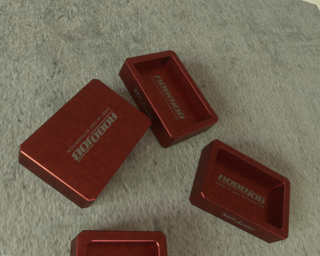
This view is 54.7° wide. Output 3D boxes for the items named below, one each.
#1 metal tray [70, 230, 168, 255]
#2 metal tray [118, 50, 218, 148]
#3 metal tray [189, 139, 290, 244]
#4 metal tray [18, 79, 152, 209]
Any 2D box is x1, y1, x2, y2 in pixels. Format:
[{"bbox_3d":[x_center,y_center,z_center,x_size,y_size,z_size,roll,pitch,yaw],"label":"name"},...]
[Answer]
[{"bbox_3d":[-0.036,0.163,0.282,0.091,0.030,0.130,10,58,-24],"label":"metal tray"},{"bbox_3d":[0.012,-0.045,0.435,0.091,0.030,0.130,-21,73,-36],"label":"metal tray"},{"bbox_3d":[0.110,0.083,0.411,0.131,0.030,0.090,29,52,-10],"label":"metal tray"},{"bbox_3d":[-0.079,0.012,0.352,0.090,0.030,0.130,38,51,-3],"label":"metal tray"}]
